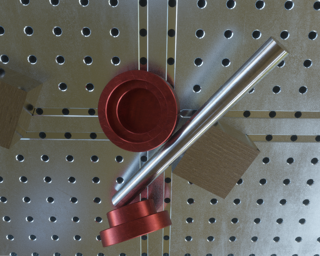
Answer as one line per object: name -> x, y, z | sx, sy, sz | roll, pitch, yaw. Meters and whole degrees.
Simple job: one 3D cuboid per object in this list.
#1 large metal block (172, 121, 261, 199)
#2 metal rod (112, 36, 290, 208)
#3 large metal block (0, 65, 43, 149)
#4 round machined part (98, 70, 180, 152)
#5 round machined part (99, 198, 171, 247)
large metal block -> 0.070, 0.035, 0.413 | 0.080, 0.050, 0.080 | 28, 108, -10
metal rod -> 0.028, 0.013, 0.375 | 0.025, 0.025, 0.299 | 36, 122, -12
large metal block -> -0.206, -0.032, 0.386 | 0.080, 0.050, 0.080 | 23, 108, -9
round machined part -> -0.023, -0.021, 0.385 | 0.098, 0.042, 0.097 | 1, 95, 13
round machined part -> -0.036, 0.129, 0.432 | 0.098, 0.098, 0.042 | -20, 74, 7
